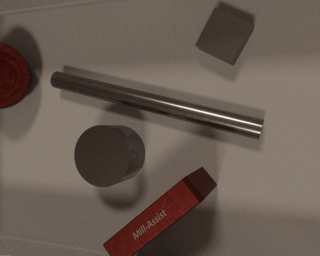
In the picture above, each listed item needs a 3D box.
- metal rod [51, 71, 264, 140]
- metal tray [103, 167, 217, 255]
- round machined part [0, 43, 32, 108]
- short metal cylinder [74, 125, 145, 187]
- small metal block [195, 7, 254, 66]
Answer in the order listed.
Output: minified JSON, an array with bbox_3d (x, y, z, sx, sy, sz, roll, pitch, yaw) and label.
[{"bbox_3d":[-0.017,-0.035,0.415,0.301,0.025,0.025,15,95,19],"label":"metal rod"},{"bbox_3d":[0.004,0.103,0.373,0.130,0.090,0.030,-42,77,15],"label":"metal tray"},{"bbox_3d":[-0.247,-0.077,0.471,0.099,0.042,0.097,0,91,-15],"label":"round machined part"},{"bbox_3d":[-0.067,0.036,0.420,0.080,0.050,0.079,0,90,19],"label":"short metal cylinder"},{"bbox_3d":[0.080,-0.112,0.382,0.050,0.025,0.050,31,100,17],"label":"small metal block"}]
